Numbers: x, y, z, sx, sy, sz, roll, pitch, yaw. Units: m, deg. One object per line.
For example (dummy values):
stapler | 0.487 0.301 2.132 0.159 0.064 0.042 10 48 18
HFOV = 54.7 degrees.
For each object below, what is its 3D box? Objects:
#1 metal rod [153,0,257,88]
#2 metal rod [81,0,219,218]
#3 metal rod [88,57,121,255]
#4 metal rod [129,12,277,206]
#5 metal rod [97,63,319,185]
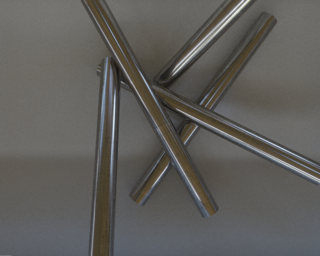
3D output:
metal rod | 0.092 -0.142 0.329 0.025 0.025 0.299 47 125 -1
metal rod | -0.007 -0.021 0.376 0.025 0.025 0.299 -29 99 0
metal rod | -0.059 0.059 0.334 0.025 0.025 0.299 0 71 -1
metal rod | 0.057 -0.025 0.412 0.025 0.025 0.299 36 90 -1
metal rod | 0.055 -0.013 0.384 0.301 0.025 0.025 27 90 10
